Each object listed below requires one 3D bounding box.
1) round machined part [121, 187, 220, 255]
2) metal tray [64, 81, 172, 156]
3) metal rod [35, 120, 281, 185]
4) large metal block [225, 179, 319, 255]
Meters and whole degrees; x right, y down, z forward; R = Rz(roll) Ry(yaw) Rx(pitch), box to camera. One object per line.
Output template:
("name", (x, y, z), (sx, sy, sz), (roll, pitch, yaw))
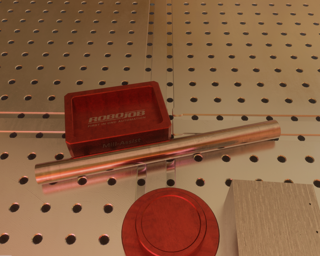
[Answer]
("round machined part", (0.011, 0.103, 0.310), (0.099, 0.042, 0.098), (0, 50, 0))
("metal tray", (-0.058, -0.015, 0.416), (0.131, 0.030, 0.090), (-9, 51, -8))
("metal rod", (0.005, 0.028, 0.383), (0.302, 0.025, 0.025), (-10, 51, -9))
("large metal block", (0.111, 0.101, 0.307), (0.080, 0.050, 0.080), (3, 50, 3))
